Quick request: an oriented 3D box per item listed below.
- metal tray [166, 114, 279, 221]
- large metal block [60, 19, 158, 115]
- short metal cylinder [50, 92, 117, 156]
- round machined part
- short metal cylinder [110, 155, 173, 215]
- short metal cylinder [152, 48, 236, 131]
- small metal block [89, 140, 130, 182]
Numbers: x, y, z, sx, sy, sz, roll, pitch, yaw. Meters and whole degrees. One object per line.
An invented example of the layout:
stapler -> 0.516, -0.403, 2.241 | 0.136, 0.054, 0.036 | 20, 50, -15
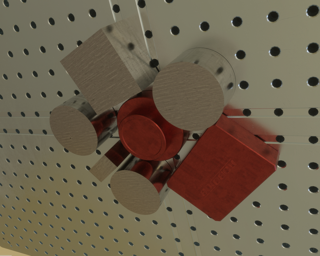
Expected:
metal tray -> 0.076, 0.055, 0.401 | 0.090, 0.030, 0.129 | 35, 129, 5
large metal block -> -0.061, -0.073, 0.382 | 0.080, 0.050, 0.080 | -23, 106, 36
short metal cylinder -> -0.110, -0.007, 0.448 | 0.080, 0.050, 0.079 | 13, 124, 21
round machined part -> -0.015, 0.004, 0.410 | 0.098, 0.042, 0.097 | 13, 124, 21
short metal cylinder -> -0.026, 0.080, 0.458 | 0.080, 0.050, 0.079 | 13, 124, 21
short metal cylinder -> 0.039, -0.043, 0.347 | 0.080, 0.050, 0.079 | 13, 124, 21
small metal block -> -0.071, 0.047, 0.460 | 0.025, 0.050, 0.050 | 45, 129, -3
